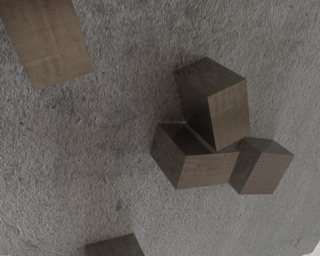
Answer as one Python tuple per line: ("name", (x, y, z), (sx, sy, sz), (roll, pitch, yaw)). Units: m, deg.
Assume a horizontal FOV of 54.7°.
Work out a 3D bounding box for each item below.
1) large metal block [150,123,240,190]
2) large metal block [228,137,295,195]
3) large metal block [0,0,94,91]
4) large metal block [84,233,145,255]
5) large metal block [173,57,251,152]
("large metal block", (0.044, 0.034, 0.416), (0.081, 0.080, 0.050), (-1, 119, -28))
("large metal block", (0.163, 0.064, 0.519), (0.081, 0.050, 0.079), (7, 115, -32))
("large metal block", (-0.101, -0.089, 0.261), (0.050, 0.080, 0.080), (-22, 127, -15))
("large metal block", (-0.074, 0.222, 0.487), (0.081, 0.050, 0.079), (-5, 121, -26))
("large metal block", (0.065, -0.032, 0.387), (0.050, 0.080, 0.080), (-26, 128, -12))
